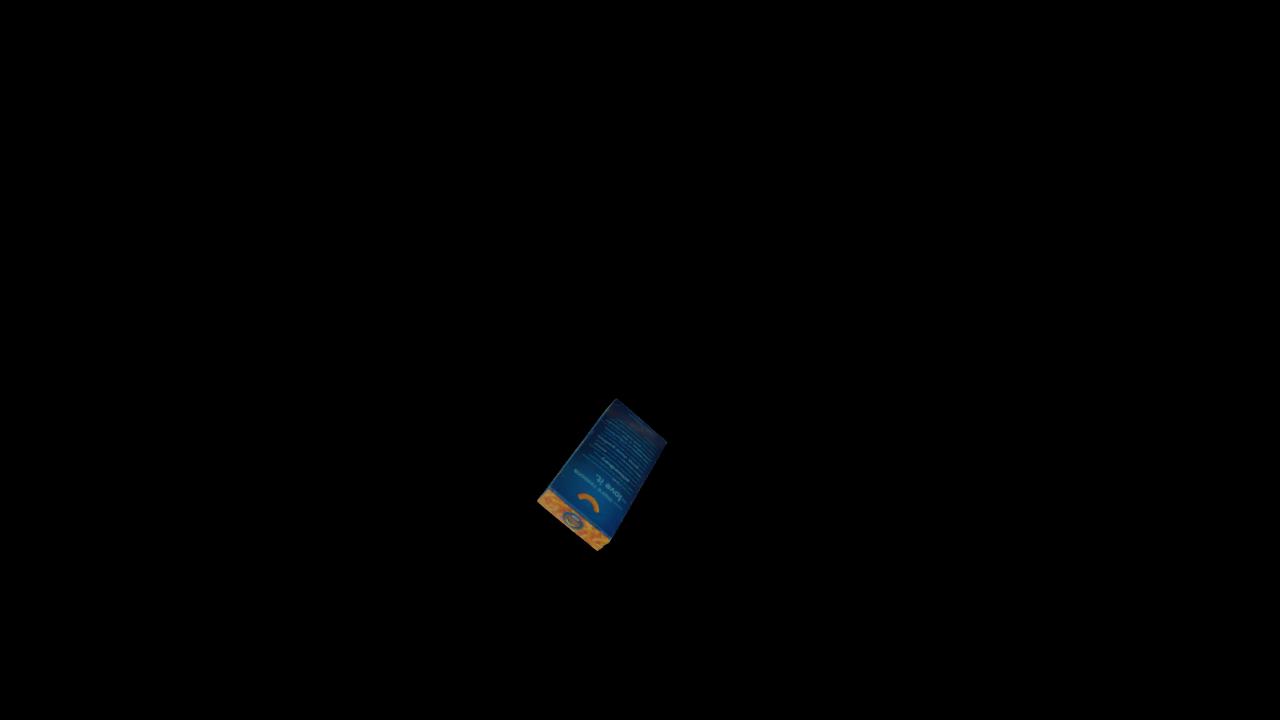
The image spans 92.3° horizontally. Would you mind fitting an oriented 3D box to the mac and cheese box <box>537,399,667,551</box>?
[{"bbox_3d":[-0.040,0.133,0.753,0.041,0.093,0.184,-47,3,38],"label":"mac and cheese box"}]
